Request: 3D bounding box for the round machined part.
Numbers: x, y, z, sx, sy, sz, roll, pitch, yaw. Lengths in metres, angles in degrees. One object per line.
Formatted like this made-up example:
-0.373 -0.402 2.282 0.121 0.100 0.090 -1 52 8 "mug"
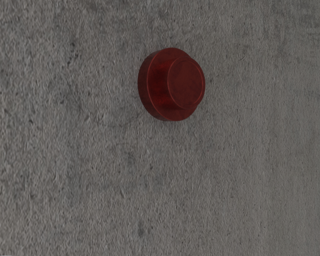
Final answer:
0.022 -0.058 0.411 0.099 0.042 0.097 0 90 -40 "round machined part"
